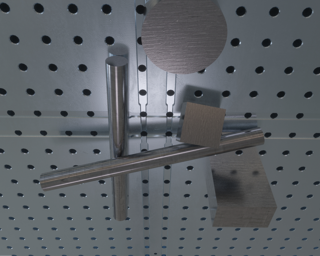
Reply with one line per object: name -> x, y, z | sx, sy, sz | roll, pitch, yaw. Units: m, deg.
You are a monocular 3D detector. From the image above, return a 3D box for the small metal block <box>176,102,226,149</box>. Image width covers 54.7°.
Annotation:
small metal block -> 0.051, -0.004, 0.392 | 0.050, 0.025, 0.050 | 10, 91, -9

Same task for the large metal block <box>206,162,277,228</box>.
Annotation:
large metal block -> 0.116, 0.098, 0.460 | 0.081, 0.080, 0.050 | 1, 130, -2

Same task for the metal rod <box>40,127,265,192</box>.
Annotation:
metal rod -> -0.010, 0.042, 0.421 | 0.302, 0.025, 0.025 | -12, 130, -1

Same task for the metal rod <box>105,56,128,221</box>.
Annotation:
metal rod -> -0.059, 0.038, 0.443 | 0.025, 0.025, 0.298 | 3, 130, -3

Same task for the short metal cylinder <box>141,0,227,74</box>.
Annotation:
short metal cylinder -> 0.023, -0.101, 0.309 | 0.081, 0.050, 0.079 | 0, 130, 0
